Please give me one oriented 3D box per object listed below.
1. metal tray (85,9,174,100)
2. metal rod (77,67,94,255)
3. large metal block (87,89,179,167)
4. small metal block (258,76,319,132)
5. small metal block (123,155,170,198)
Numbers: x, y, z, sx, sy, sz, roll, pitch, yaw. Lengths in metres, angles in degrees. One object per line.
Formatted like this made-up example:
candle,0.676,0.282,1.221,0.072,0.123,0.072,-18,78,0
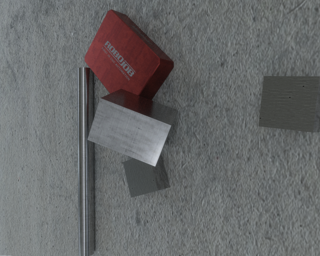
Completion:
metal tray,-0.049,-0.094,0.440,0.130,0.030,0.090,50,119,28
metal rod,-0.120,0.053,0.501,0.025,0.025,0.298,-1,89,39
large metal block,-0.028,-0.005,0.370,0.080,0.080,0.050,21,106,3
small metal block,0.127,-0.024,0.299,0.050,0.025,0.050,8,95,39
small metal block,-0.019,0.063,0.419,0.050,0.025,0.050,-24,75,37
